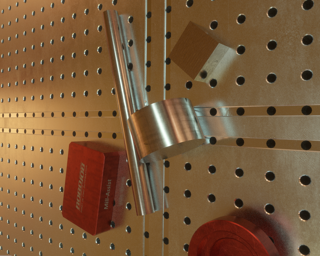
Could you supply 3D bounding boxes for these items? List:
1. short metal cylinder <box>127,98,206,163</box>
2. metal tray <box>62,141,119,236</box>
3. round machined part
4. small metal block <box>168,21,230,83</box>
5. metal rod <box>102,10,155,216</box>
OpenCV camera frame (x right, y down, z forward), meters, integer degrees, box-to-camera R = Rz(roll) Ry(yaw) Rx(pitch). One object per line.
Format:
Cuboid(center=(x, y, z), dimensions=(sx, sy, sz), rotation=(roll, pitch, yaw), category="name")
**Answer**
Cuboid(center=(0.007, 0.004, 0.366), dimensions=(0.080, 0.081, 0.050), rotation=(-29, 72, 36), category="short metal cylinder")
Cuboid(center=(-0.114, 0.093, 0.497), dimensions=(0.090, 0.030, 0.129), rotation=(13, 98, 39), category="metal tray")
Cuboid(center=(0.082, 0.142, 0.330), dimensions=(0.098, 0.042, 0.097), rotation=(0, 90, 39), category="round machined part")
Cuboid(center=(0.045, -0.091, 0.371), dimensions=(0.050, 0.025, 0.050), rotation=(48, 118, 29), category="small metal block")
Cuboid(center=(-0.047, -0.028, 0.446), dimensions=(0.025, 0.025, 0.298), rotation=(-18, 79, 38), category="metal rod")
